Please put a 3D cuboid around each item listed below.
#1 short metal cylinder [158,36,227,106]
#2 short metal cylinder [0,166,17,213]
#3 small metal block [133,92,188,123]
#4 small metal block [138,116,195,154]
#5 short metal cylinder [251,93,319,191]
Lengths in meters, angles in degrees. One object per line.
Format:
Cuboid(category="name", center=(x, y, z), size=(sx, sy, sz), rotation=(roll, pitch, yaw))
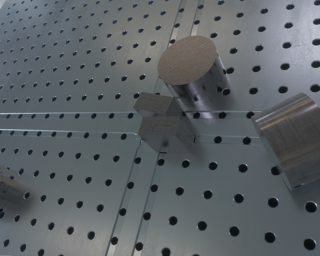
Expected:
Cuboid(category="short metal cylinder", center=(0.044, -0.076, 0.416), size=(0.080, 0.050, 0.080), rotation=(-13, 56, 21))
Cuboid(category="short metal cylinder", center=(-0.272, 0.093, 0.478), size=(0.080, 0.050, 0.080), rotation=(-13, 56, 21))
Cuboid(category="small metal block", center=(0.002, -0.020, 0.404), size=(0.050, 0.050, 0.025), rotation=(14, 69, 33))
Cuboid(category="small metal block", center=(0.009, 0.009, 0.382), size=(0.050, 0.050, 0.025), rotation=(1, 62, 28))
Cuboid(category="short metal cylinder", center=(0.130, 0.013, 0.297), size=(0.050, 0.080, 0.080), rotation=(-28, 52, 11))
